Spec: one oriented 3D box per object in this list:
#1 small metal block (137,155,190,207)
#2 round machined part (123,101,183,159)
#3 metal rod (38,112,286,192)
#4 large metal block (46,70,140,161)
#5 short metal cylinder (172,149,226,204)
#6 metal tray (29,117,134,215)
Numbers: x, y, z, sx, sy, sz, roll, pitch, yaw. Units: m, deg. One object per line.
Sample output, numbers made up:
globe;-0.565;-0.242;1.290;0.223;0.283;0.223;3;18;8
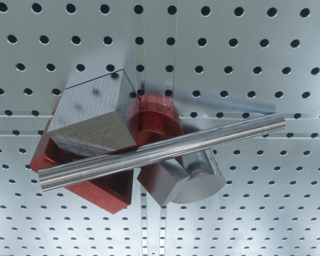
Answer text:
small metal block;0.003;0.062;0.391;0.025;0.050;0.050;-18;144;-45
round machined part;-0.017;0.015;0.417;0.099;0.042;0.097;-1;130;0
metal rod;0.016;0.024;0.370;0.302;0.025;0.025;-13;132;-15
large metal block;-0.072;-0.015;0.360;0.080;0.080;0.050;-16;128;13
short metal cylinder;0.045;0.066;0.436;0.081;0.050;0.080;-12;144;-9
metal tray;-0.092;0.044;0.404;0.030;0.090;0.130;-36;122;26
